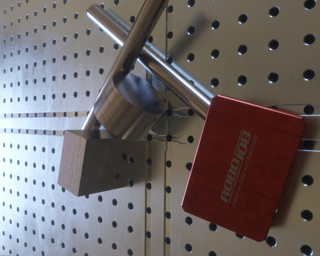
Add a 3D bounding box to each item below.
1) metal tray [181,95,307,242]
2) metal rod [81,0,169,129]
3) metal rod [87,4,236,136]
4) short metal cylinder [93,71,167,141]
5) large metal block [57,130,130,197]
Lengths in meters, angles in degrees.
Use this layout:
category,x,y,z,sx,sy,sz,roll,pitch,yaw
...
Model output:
category,x,y,z,sx,sy,sz,roll,pitch,yaw
metal tray,0.083,0.039,0.320,0.090,0.030,0.129,18,102,19
metal rod,-0.070,-0.057,0.443,0.025,0.025,0.298,54,128,26
metal rod,-0.014,-0.093,0.421,0.300,0.025,0.025,46,117,30
short metal cylinder,-0.039,-0.029,0.406,0.050,0.081,0.080,-51,61,28
large metal block,-0.095,0.047,0.452,0.050,0.081,0.079,18,101,38
